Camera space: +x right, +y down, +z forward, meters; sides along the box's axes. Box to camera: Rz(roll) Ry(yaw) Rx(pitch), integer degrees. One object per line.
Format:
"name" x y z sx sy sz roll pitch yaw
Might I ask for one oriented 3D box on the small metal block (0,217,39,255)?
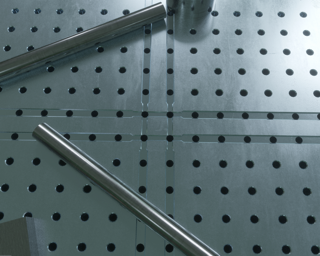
"small metal block" -0.174 0.136 0.361 0.050 0.025 0.050 -14 71 -5

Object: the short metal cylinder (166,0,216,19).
"short metal cylinder" 0.050 -0.217 0.478 0.081 0.050 0.080 0 70 0

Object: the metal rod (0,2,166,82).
"metal rod" -0.132 -0.121 0.454 0.302 0.025 0.025 -24 72 -9

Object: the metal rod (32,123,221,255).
"metal rod" -0.038 0.087 0.379 0.300 0.025 0.025 35 74 11
